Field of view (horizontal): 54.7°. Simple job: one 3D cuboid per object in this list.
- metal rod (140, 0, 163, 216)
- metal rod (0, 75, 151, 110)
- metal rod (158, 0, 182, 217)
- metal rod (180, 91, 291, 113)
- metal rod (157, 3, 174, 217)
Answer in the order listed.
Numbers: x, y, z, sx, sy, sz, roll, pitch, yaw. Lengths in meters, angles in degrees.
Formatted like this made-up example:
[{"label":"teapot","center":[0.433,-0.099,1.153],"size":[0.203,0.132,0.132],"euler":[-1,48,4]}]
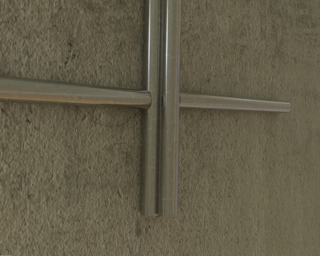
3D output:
[{"label":"metal rod","center":[-0.010,-0.039,0.401],"size":[0.025,0.025,0.298],"euler":[2,89,-40]},{"label":"metal rod","center":[-0.134,-0.036,0.294],"size":[0.302,0.025,0.025],"euler":[0,90,-40]},{"label":"metal rod","center":[0.013,-0.040,0.392],"size":[0.025,0.025,0.298],"euler":[2,89,-40]},{"label":"metal rod","center":[0.135,-0.040,0.522],"size":[0.302,0.025,0.025],"euler":[-1,91,-40]},{"label":"metal rod","center":[0.009,-0.033,0.417],"size":[0.025,0.025,0.298],"euler":[2,89,-40]}]
